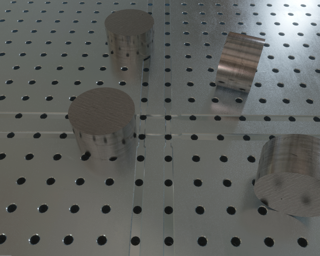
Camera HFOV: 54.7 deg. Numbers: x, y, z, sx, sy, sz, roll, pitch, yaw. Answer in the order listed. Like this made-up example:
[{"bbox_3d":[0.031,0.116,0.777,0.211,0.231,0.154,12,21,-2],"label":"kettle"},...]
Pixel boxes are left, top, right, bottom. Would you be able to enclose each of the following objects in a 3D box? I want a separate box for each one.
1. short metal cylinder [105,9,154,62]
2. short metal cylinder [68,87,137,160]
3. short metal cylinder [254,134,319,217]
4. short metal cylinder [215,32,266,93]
[{"bbox_3d":[-0.050,-0.157,0.523,0.081,0.050,0.080,0,50,0],"label":"short metal cylinder"},{"bbox_3d":[-0.071,-0.006,0.396,0.081,0.050,0.080,0,50,0],"label":"short metal cylinder"},{"bbox_3d":[0.146,0.052,0.331,0.080,0.080,0.050,16,52,13],"label":"short metal cylinder"},{"bbox_3d":[0.117,-0.096,0.454,0.050,0.080,0.080,17,52,13],"label":"short metal cylinder"}]
